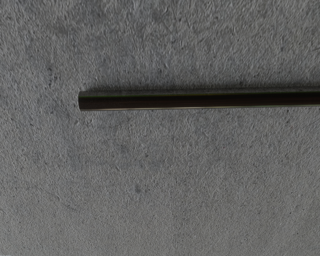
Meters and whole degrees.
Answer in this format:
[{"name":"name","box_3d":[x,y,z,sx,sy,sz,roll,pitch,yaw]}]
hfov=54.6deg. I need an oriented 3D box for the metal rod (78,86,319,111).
[{"name":"metal rod","box_3d":[0.055,-0.036,0.376,0.302,0.025,0.025,-1,130,1]}]
